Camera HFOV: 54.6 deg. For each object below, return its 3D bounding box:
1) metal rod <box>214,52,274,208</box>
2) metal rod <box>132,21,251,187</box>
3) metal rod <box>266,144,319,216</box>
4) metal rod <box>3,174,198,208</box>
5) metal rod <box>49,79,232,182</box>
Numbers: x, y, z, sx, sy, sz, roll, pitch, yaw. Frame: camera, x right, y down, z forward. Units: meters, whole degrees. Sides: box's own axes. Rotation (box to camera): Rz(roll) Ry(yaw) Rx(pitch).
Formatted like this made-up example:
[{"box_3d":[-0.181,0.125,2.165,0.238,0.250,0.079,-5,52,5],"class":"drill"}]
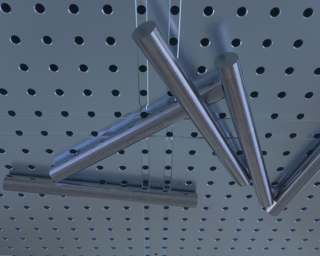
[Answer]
[{"box_3d":[0.122,0.026,0.414,0.025,0.025,0.300,-17,135,14],"class":"metal rod"},{"box_3d":[0.057,-0.004,0.378,0.025,0.025,0.300,-23,136,18],"class":"metal rod"},{"box_3d":[0.236,0.032,0.440,0.025,0.025,0.298,13,129,-11],"class":"metal rod"},{"box_3d":[-0.089,0.102,0.496,0.302,0.025,0.025,7,130,-6],"class":"metal rod"},{"box_3d":[-0.033,0.006,0.416,0.300,0.025,0.025,-27,125,21],"class":"metal rod"}]
